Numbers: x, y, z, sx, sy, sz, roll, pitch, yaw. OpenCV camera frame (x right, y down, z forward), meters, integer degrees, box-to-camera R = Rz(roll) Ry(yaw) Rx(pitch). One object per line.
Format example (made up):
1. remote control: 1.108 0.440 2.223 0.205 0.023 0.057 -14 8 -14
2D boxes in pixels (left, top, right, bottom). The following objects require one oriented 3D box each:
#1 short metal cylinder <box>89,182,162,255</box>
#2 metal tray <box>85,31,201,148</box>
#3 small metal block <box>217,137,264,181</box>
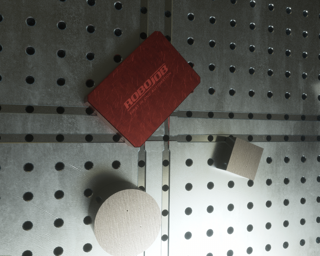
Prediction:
1. short metal cylinder: -0.045 0.111 0.384 0.081 0.050 0.079 0 91 -21
2. metal tray: -0.020 -0.050 0.403 0.090 0.030 0.130 46 75 -15
3. small metal block: 0.119 0.045 0.458 0.050 0.025 0.050 21 83 -19
